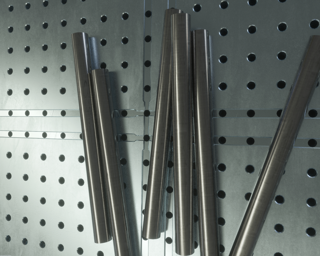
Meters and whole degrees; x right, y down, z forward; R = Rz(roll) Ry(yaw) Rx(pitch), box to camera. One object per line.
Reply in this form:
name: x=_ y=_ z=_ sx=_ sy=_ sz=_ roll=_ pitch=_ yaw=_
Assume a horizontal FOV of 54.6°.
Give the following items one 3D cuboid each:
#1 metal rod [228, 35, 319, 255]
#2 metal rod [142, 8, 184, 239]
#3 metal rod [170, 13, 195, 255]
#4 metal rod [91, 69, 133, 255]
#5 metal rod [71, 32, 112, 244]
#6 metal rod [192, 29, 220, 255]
metal rod: x=0.135 y=0.041 z=0.364 sx=0.025 sy=0.025 sz=0.298 roll=20 pitch=97 yaw=19
metal rod: x=0.004 y=-0.004 z=0.411 sx=0.025 sy=0.025 sz=0.298 roll=7 pitch=92 yaw=20
metal rod: x=0.029 y=0.011 z=0.391 sx=0.025 sy=0.025 sz=0.298 roll=0 pitch=94 yaw=20
metal rod: x=-0.065 y=0.066 z=0.436 sx=0.025 sy=0.025 sz=0.299 roll=-9 pitch=87 yaw=20
metal rod: x=-0.099 y=0.012 z=0.448 sx=0.025 sy=0.025 sz=0.299 roll=-8 pitch=87 yaw=20
metal rod: x=0.057 y=0.027 z=0.392 sx=0.025 sy=0.025 sz=0.298 roll=-3 pitch=89 yaw=20
